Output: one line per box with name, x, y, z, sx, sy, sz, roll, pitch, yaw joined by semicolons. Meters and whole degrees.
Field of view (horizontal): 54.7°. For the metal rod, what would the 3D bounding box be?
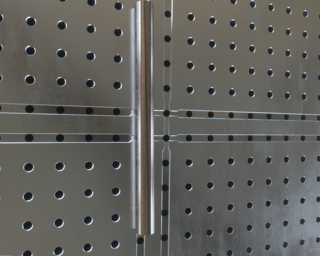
metal rod;-0.020;-0.013;0.406;0.025;0.025;0.298;0;90;-20
